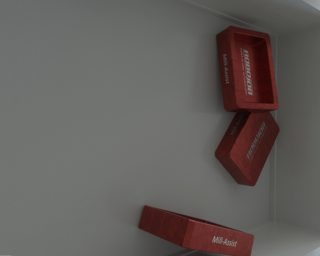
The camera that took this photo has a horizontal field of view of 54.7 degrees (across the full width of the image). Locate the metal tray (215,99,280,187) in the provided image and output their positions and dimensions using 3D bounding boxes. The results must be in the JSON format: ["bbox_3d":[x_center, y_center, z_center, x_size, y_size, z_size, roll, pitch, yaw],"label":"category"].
[{"bbox_3d":[0.154,0.022,0.532,0.090,0.030,0.130,48,61,-29],"label":"metal tray"}]

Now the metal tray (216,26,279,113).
[{"bbox_3d":[0.141,-0.091,0.497,0.091,0.030,0.129,0,81,-29],"label":"metal tray"}]

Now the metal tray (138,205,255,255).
[{"bbox_3d":[0.049,0.136,0.405,0.131,0.090,0.030,25,74,-37],"label":"metal tray"}]
